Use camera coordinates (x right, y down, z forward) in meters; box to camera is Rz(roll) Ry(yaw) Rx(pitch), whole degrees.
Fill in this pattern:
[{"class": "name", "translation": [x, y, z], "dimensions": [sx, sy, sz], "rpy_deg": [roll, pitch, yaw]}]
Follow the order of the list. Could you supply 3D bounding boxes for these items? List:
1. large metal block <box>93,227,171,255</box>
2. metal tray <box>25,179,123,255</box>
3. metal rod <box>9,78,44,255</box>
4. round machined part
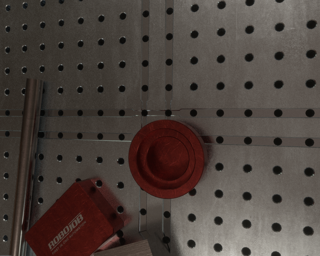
[{"class": "large metal block", "translation": [-0.030, 0.187, 0.409], "dimensions": [0.080, 0.050, 0.080], "rpy_deg": [-21, 83, 18]}, {"class": "metal tray", "translation": [-0.128, 0.150, 0.453], "dimensions": [0.130, 0.030, 0.090], "rpy_deg": [-45, 76, 14]}, {"class": "metal rod", "translation": [-0.210, 0.073, 0.484], "dimensions": [0.025, 0.025, 0.298], "rpy_deg": [8, 92, 19]}, {"class": "round machined part", "translation": [0.013, 0.038, 0.398], "dimensions": [0.098, 0.042, 0.097], "rpy_deg": [0, 90, 19]}]
